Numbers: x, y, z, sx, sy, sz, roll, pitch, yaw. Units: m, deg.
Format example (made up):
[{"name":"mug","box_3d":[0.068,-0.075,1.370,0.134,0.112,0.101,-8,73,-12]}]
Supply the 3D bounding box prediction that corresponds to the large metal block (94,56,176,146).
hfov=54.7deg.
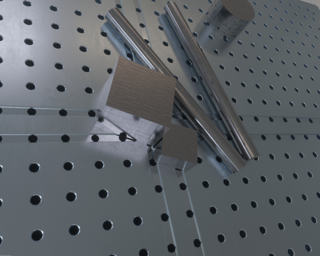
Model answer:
[{"name":"large metal block","box_3d":[-0.030,-0.033,0.397,0.080,0.050,0.080,20,54,-17]}]

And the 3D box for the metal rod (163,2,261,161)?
[{"name":"metal rod","box_3d":[0.077,-0.084,0.500,0.025,0.025,0.299,-12,68,-33]}]

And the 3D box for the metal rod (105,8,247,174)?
[{"name":"metal rod","box_3d":[0.019,-0.059,0.454,0.025,0.025,0.300,-32,80,-38]}]

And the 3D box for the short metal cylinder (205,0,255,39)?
[{"name":"short metal cylinder","box_3d":[0.135,-0.220,0.599,0.081,0.050,0.080,14,56,-21]}]

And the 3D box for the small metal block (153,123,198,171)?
[{"name":"small metal block","box_3d":[0.021,0.024,0.405,0.050,0.025,0.050,17,55,-19]}]
